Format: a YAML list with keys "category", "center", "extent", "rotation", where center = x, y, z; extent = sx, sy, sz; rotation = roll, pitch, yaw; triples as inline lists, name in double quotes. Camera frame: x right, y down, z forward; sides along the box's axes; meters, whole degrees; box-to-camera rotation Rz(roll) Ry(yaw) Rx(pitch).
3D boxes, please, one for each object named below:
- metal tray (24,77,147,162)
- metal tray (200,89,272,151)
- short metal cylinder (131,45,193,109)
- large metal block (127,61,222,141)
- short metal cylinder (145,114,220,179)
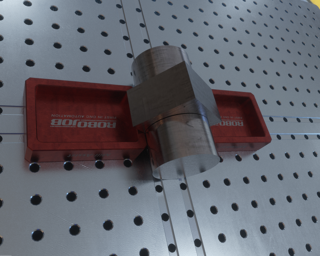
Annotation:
- category: "metal tray"
  center: [-0.087, -0.009, 0.363]
  extent: [0.131, 0.030, 0.090]
  rotation: [1, 61, -28]
- category: "metal tray"
  center: [0.096, -0.012, 0.464]
  extent: [0.131, 0.030, 0.090]
  rotation: [1, 61, -28]
- category: "short metal cylinder"
  center: [0.005, -0.064, 0.414]
  extent: [0.081, 0.080, 0.050]
  rotation: [1, 61, -28]
- category: "large metal block"
  center: [0.019, -0.026, 0.380]
  extent: [0.080, 0.080, 0.050]
  rotation: [30, 41, -54]
- category: "short metal cylinder"
  center: [0.026, 0.024, 0.371]
  extent: [0.081, 0.080, 0.050]
  rotation: [2, 61, -28]
